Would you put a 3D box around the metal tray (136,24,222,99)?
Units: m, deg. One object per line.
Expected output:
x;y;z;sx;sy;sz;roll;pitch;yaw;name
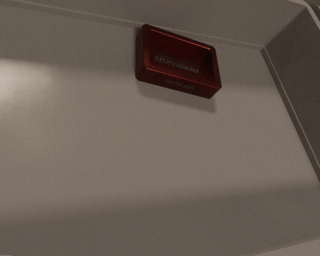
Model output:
0.029;-0.102;0.481;0.131;0.030;0.090;12;57;-22;metal tray
